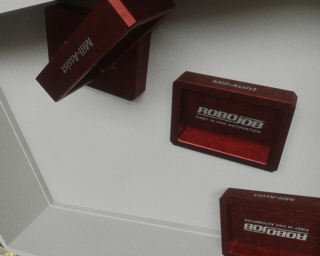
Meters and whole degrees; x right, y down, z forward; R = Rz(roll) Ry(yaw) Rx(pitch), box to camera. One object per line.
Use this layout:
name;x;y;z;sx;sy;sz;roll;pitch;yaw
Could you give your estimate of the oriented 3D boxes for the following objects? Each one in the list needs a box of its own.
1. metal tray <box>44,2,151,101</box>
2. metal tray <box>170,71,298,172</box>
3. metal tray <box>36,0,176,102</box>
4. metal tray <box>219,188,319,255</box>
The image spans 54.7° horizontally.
metal tray;-0.079;-0.096;0.388;0.130;0.030;0.089;20;126;16
metal tray;0.079;-0.008;0.358;0.130;0.030;0.089;15;125;19
metal tray;-0.054;-0.083;0.304;0.130;0.090;0.030;-32;100;37
metal tray;0.145;0.130;0.393;0.130;0.030;0.089;1;103;28
